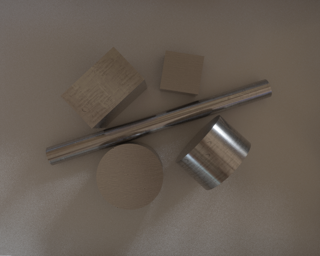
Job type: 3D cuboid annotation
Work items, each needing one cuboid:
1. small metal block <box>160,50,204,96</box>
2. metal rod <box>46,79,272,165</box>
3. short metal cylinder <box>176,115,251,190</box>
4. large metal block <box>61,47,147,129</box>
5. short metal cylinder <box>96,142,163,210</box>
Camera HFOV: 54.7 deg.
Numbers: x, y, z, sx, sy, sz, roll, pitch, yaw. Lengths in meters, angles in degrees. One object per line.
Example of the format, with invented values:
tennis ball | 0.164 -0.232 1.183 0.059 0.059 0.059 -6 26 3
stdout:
small metal block | 0.028 -0.072 0.410 0.050 0.025 0.050 9 90 -1
metal rod | -0.001 -0.008 0.410 0.302 0.025 0.025 -17 90 -1
short metal cylinder | 0.065 0.030 0.384 0.050 0.080 0.080 43 90 -1
large metal block | -0.063 -0.045 0.382 0.080 0.080 0.050 -43 91 0
short metal cylinder | -0.036 0.058 0.396 0.081 0.050 0.079 0 90 -1
